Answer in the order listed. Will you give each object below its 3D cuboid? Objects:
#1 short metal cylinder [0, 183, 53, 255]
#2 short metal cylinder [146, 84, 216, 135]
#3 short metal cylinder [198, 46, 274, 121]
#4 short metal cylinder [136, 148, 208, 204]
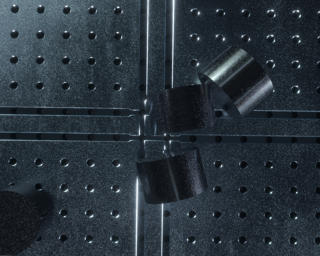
[{"bbox_3d":[-0.186,0.115,0.399,0.081,0.050,0.079,0,90,-1],"label":"short metal cylinder"},{"bbox_3d":[0.026,-0.022,0.386,0.080,0.080,0.050,-9,90,0],"label":"short metal cylinder"},{"bbox_3d":[0.093,-0.055,0.387,0.050,0.080,0.080,-41,91,0],"label":"short metal cylinder"},{"bbox_3d":[0.015,0.057,0.386,0.080,0.080,0.050,-13,90,0],"label":"short metal cylinder"}]
